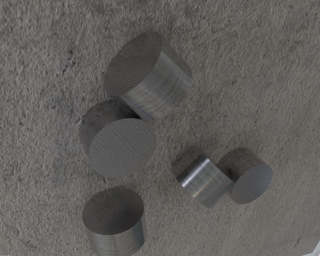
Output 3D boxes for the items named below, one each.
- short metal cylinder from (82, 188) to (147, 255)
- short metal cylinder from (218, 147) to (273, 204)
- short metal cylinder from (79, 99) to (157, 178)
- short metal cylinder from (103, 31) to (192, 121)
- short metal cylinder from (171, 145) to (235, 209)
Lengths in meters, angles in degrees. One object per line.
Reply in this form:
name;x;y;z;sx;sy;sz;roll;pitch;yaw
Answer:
short metal cylinder;-0.059;0.127;0.417;0.081;0.080;0.050;-17;125;-19
short metal cylinder;0.138;0.079;0.515;0.081;0.050;0.079;-14;124;-21
short metal cylinder;-0.051;0.012;0.370;0.081;0.050;0.079;-14;124;-21
short metal cylinder;-0.013;-0.055;0.330;0.080;0.080;0.050;-48;129;5
short metal cylinder;0.062;0.069;0.448;0.050;0.080;0.080;-47;129;4
